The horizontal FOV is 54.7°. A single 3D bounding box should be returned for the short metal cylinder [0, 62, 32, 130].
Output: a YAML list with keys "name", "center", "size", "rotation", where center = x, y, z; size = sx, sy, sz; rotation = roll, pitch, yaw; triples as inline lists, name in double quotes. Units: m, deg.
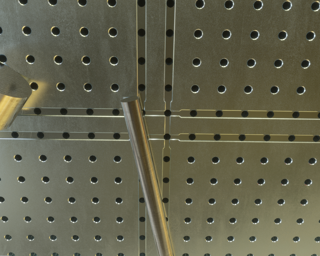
- name: "short metal cylinder"
  center: [-0.203, -0.042, 0.366]
  size: [0.080, 0.080, 0.050]
  rotation: [36, 106, -13]

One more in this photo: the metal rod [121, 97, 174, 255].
- name: "metal rod"
  center: [-0.011, 0.100, 0.450]
  size: [0.025, 0.025, 0.298]
  rotation: [-10, 110, 3]
